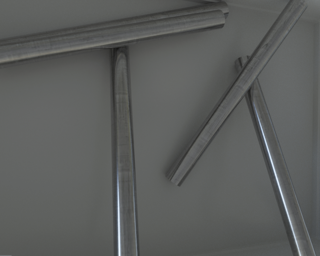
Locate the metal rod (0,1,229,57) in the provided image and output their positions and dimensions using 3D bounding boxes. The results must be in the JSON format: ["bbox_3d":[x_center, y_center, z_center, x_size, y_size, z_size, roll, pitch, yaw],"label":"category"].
[{"bbox_3d":[-0.045,-0.127,0.394,0.302,0.025,0.025,-17,96,-20],"label":"metal rod"}]

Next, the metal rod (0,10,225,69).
[{"bbox_3d":[-0.056,-0.107,0.366,0.302,0.025,0.025,-16,96,-20],"label":"metal rod"}]

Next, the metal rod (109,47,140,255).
[{"bbox_3d":[-0.040,0.035,0.337,0.025,0.025,0.299,4,66,-20],"label":"metal rod"}]

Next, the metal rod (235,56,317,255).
[{"bbox_3d":[0.149,0.037,0.408,0.025,0.025,0.299,-3,68,-20],"label":"metal rod"}]

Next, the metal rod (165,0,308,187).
[{"bbox_3d":[0.104,-0.050,0.422,0.025,0.025,0.299,36,89,-17],"label":"metal rod"}]
